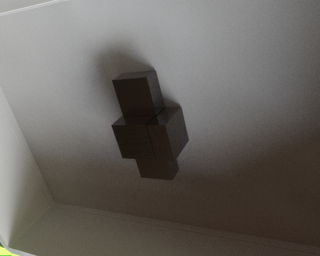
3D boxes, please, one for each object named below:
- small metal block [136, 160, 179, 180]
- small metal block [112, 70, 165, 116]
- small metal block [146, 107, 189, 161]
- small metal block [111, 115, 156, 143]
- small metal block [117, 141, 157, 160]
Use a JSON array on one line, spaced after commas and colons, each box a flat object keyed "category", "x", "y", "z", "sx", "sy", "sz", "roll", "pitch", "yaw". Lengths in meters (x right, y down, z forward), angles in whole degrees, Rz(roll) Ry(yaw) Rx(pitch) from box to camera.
[{"category": "small metal block", "x": -0.006, "y": 0.044, "z": 0.437, "sx": 0.050, "sy": 0.025, "sz": 0.050, "roll": 0, "pitch": 119, "yaw": 28}, {"category": "small metal block", "x": -0.027, "y": -0.044, "z": 0.394, "sx": 0.050, "sy": 0.025, "sz": 0.050, "roll": 0, "pitch": 119, "yaw": 28}, {"category": "small metal block", "x": 0.011, "y": 0.007, "z": 0.388, "sx": 0.025, "sy": 0.050, "sz": 0.050, "roll": 0, "pitch": 118, "yaw": 28}, {"category": "small metal block", "x": -0.026, "y": -0.005, "z": 0.401, "sx": 0.050, "sy": 0.050, "sz": 0.025, "roll": 0, "pitch": 118, "yaw": 28}, {"category": "small metal block", "x": -0.020, "y": 0.017, "z": 0.411, "sx": 0.050, "sy": 0.050, "sz": 0.025, "roll": 0, "pitch": 118, "yaw": 28}]
